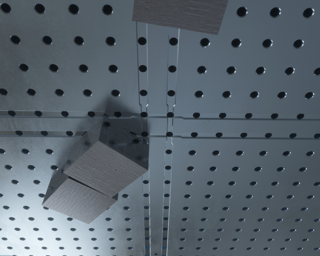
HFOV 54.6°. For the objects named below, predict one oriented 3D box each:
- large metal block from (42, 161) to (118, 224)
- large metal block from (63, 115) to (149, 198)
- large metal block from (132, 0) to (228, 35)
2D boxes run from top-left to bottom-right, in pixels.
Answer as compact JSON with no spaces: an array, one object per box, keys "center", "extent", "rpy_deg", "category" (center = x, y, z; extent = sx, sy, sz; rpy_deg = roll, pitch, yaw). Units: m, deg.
[{"center":[-0.118,0.094,0.474],"extent":[0.080,0.050,0.080],"rpy_deg":[32,123,-24],"category":"large metal block"},{"center":[-0.072,0.042,0.430],"extent":[0.080,0.050,0.080],"rpy_deg":[35,122,-26],"category":"large metal block"},{"center":[0.021,-0.138,0.278],"extent":[0.080,0.050,0.079],"rpy_deg":[7,130,-7],"category":"large metal block"}]
